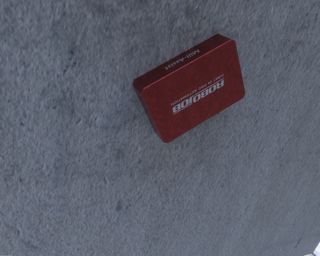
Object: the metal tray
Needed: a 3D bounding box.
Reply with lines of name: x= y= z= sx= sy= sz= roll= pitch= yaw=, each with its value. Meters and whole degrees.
metal tray: x=0.041 y=-0.049 z=0.395 sx=0.131 sy=0.030 sz=0.090 roll=-31 pitch=129 yaw=-9
